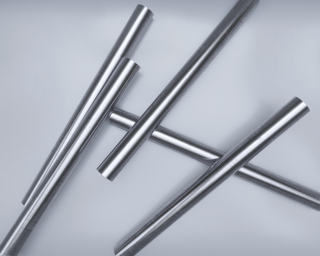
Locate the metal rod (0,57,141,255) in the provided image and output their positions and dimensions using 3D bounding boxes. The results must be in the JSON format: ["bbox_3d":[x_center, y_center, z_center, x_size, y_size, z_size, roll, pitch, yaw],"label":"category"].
[{"bbox_3d":[-0.117,0.042,0.389,0.025,0.025,0.299,33,88,-1],"label":"metal rod"}]

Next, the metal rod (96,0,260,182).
[{"bbox_3d":[0.028,-0.057,0.394,0.025,0.025,0.300,40,83,-1],"label":"metal rod"}]

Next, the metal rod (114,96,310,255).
[{"bbox_3d":[0.059,0.070,0.391,0.300,0.025,0.025,-42,91,8],"label":"metal rod"}]

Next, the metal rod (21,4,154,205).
[{"bbox_3d":[-0.095,-0.027,0.410,0.025,0.025,0.299,30,90,-1],"label":"metal rod"}]

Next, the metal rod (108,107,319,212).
[{"bbox_3d":[0.076,0.042,0.412,0.301,0.025,0.025,23,90,-1],"label":"metal rod"}]
